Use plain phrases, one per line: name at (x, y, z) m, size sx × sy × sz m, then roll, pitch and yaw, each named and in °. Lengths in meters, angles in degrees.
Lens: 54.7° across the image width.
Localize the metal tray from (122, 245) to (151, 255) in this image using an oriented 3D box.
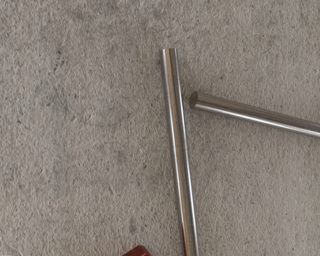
metal tray at (-0.030, 0.231, 0.396) m, size 0.091 × 0.030 × 0.129 m, roll -27°, pitch 99°, yaw -18°

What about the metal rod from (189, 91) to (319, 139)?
metal rod at (0.185, -0.010, 0.479) m, size 0.302 × 0.025 × 0.025 m, roll 12°, pitch 86°, yaw -20°

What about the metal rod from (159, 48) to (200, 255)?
metal rod at (0.028, 0.044, 0.420) m, size 0.025 × 0.025 × 0.298 m, roll -8°, pitch 93°, yaw -20°
